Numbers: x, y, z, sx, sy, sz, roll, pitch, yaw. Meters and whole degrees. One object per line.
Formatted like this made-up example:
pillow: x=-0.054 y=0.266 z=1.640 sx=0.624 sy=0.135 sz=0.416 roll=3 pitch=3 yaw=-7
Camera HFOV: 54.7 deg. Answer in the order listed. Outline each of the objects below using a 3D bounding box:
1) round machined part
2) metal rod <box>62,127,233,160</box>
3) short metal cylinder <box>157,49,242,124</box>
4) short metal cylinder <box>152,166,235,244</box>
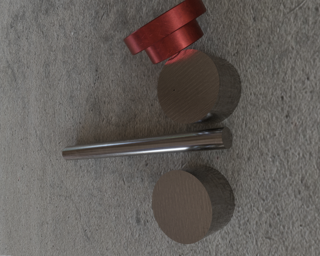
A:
round machined part: x=0.011 y=-0.109 z=0.357 sx=0.098 sy=0.098 sz=0.042 roll=-19 pitch=110 yaw=38
metal rod: x=-0.041 y=0.027 z=0.436 sx=0.300 sy=0.025 sz=0.025 roll=-8 pitch=85 yaw=39
short metal cylinder: x=0.044 y=-0.044 z=0.351 sx=0.080 sy=0.050 sz=0.079 roll=0 pitch=90 yaw=39
short metal cylinder: x=0.038 y=0.085 z=0.356 sx=0.080 sy=0.050 sz=0.079 roll=0 pitch=90 yaw=39
